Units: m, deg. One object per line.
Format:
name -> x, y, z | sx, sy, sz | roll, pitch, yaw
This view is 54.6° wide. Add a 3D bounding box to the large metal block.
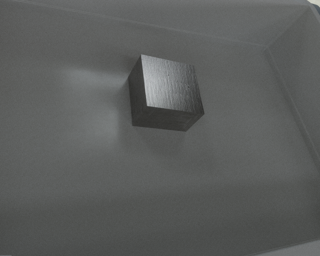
large metal block -> 0.006, -0.045, 0.420 | 0.081, 0.050, 0.080 | 6, 59, -25
